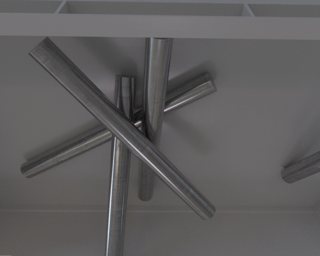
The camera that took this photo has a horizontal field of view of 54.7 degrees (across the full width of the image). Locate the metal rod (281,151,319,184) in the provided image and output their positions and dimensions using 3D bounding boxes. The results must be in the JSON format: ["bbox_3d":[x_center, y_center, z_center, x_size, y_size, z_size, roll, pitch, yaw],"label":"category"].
[{"bbox_3d":[0.235,0.012,0.345,0.025,0.025,0.299,12,153,-10],"label":"metal rod"}]

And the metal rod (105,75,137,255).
[{"bbox_3d":[-0.054,0.082,0.400,0.025,0.025,0.298,5,106,-4],"label":"metal rod"}]

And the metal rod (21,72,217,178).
[{"bbox_3d":[-0.068,0.005,0.411,0.300,0.025,0.025,-24,126,19],"label":"metal rod"}]

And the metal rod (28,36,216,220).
[{"bbox_3d":[-0.025,0.019,0.362,0.025,0.025,0.300,-31,120,23],"label":"metal rod"}]

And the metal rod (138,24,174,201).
[{"bbox_3d":[-0.012,0.011,0.388,0.025,0.025,0.298,3,139,-3],"label":"metal rod"}]
